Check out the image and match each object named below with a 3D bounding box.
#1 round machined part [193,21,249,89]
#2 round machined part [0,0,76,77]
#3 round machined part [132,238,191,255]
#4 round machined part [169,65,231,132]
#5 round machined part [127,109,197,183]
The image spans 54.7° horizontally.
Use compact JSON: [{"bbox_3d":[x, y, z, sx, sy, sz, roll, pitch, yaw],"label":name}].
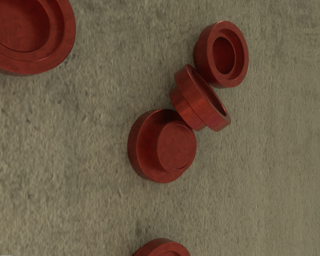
[{"bbox_3d":[0.089,-0.108,0.470,0.099,0.042,0.097,0,90,-40],"label":"round machined part"},{"bbox_3d":[-0.132,-0.096,0.283,0.099,0.042,0.097,0,90,-40],"label":"round machined part"},{"bbox_3d":[-0.007,0.188,0.390,0.099,0.042,0.097,0,90,-40],"label":"round machined part"},{"bbox_3d":[0.049,-0.034,0.416,0.098,0.042,0.098,45,21,-22],"label":"round machined part"},{"bbox_3d":[0.010,0.023,0.404,0.099,0.042,0.097,0,90,-40],"label":"round machined part"}]
